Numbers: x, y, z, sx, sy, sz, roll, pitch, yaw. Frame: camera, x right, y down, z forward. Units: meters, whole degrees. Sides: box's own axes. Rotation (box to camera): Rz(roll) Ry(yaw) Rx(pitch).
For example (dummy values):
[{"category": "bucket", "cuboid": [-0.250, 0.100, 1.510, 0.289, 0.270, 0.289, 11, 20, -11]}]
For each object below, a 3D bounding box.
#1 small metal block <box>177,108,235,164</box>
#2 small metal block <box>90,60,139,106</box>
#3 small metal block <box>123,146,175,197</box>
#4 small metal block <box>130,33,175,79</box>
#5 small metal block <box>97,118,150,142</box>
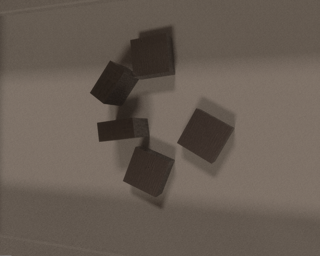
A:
[{"category": "small metal block", "cuboid": [0.058, 0.009, 0.390, 0.050, 0.025, 0.050, 31, 100, 17]}, {"category": "small metal block", "cuboid": [-0.059, -0.058, 0.417, 0.025, 0.050, 0.050, 38, 102, 16]}, {"category": "small metal block", "cuboid": [-0.015, 0.057, 0.415, 0.050, 0.025, 0.050, 23, 97, 18]}, {"category": "small metal block", "cuboid": [-0.009, -0.094, 0.413, 0.050, 0.025, 0.050, -5, 88, 19]}, {"category": "small metal block", "cuboid": [-0.048, 0.002, 0.413, 0.050, 0.050, 0.025, -7, 88, 19]}]
